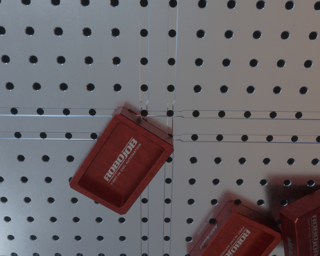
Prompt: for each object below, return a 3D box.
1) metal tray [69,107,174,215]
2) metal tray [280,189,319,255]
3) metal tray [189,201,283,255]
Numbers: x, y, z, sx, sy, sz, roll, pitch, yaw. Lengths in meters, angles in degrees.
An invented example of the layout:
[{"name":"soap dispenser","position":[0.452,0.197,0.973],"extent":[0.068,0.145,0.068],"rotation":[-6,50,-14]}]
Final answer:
[{"name":"metal tray","position":[-0.053,0.048,0.427],"extent":[0.090,0.030,0.129],"rotation":[32,107,-11]},{"name":"metal tray","position":[0.227,0.161,0.454],"extent":[0.091,0.030,0.129],"rotation":[-20,111,-16]},{"name":"metal tray","position":[0.114,0.185,0.479],"extent":[0.090,0.030,0.129],"rotation":[27,108,-10]}]
